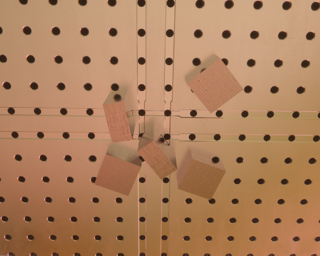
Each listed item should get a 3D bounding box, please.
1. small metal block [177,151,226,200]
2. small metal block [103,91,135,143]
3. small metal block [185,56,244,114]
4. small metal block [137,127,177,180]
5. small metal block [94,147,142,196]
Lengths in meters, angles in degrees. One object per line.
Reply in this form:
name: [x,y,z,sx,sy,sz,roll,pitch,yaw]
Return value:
small metal block: [0.058,0.068,0.439,0.050,0.025,0.050,20,109,-8]
small metal block: [-0.051,-0.015,0.394,0.025,0.050,0.050,-10,110,3]
small metal block: [0.068,-0.055,0.394,0.050,0.025,0.050,-38,106,12]
small metal block: [-0.003,0.032,0.412,0.025,0.050,0.050,-35,107,12]
small metal block: [-0.058,0.061,0.435,0.050,0.025,0.050,21,109,-8]
